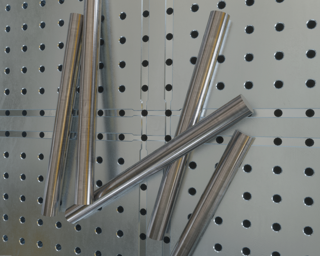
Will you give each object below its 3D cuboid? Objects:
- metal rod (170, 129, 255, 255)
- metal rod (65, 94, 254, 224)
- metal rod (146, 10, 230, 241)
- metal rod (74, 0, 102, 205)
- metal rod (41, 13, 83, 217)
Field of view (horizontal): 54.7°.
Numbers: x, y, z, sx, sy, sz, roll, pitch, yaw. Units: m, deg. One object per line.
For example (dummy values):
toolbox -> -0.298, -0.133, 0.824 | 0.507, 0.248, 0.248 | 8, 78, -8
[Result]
metal rod -> 0.040, 0.140, 0.397 | 0.025, 0.025, 0.298 | 28, 99, 17
metal rod -> -0.018, 0.051, 0.396 | 0.299, 0.025, 0.025 | -35, 79, 24
metal rod -> 0.034, 0.001, 0.399 | 0.025, 0.025, 0.298 | 18, 96, 19
metal rod -> -0.098, -0.048, 0.428 | 0.025, 0.025, 0.298 | -1, 83, 19
metal rod -> -0.143, -0.017, 0.461 | 0.025, 0.025, 0.298 | 10, 93, 19
